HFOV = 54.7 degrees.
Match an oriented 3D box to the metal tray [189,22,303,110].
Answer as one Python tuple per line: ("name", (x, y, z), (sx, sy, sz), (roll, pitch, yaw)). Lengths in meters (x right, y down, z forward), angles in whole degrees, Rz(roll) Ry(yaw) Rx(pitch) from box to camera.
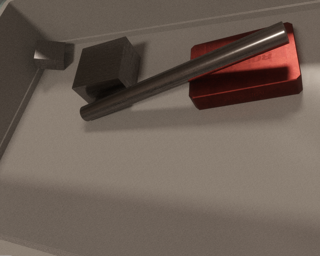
("metal tray", (0.105, -0.077, 0.394), (0.130, 0.030, 0.090), (-8, 58, 23))

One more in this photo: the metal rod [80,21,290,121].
("metal rod", (0.010, -0.062, 0.404), (0.300, 0.025, 0.025), (-18, 54, 30))

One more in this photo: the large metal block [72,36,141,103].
("large metal block", (-0.081, -0.087, 0.484), (0.080, 0.050, 0.080), (-9, 58, 23))

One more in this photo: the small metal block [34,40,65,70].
("small metal block", (-0.204, -0.136, 0.577), (0.050, 0.025, 0.050), (2, 55, -14))
